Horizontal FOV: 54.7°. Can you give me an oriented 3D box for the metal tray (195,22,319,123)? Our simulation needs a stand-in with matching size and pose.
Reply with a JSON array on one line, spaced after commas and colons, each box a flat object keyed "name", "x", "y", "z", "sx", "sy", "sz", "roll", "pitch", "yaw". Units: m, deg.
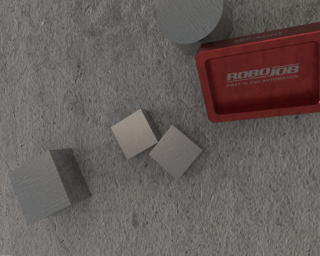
[{"name": "metal tray", "x": 0.113, "y": -0.057, "z": 0.343, "sx": 0.130, "sy": 0.030, "sz": 0.090, "roll": -6, "pitch": 121, "yaw": 19}]

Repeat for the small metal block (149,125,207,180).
[{"name": "small metal block", "x": 0.023, "y": 0.031, "z": 0.401, "sx": 0.050, "sy": 0.025, "sz": 0.050, "roll": 41, "pitch": 103, "yaw": 15}]

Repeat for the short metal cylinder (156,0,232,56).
[{"name": "short metal cylinder", "x": 0.042, "y": -0.133, "z": 0.377, "sx": 0.080, "sy": 0.050, "sz": 0.080, "roll": -2, "pitch": 85, "yaw": 23}]

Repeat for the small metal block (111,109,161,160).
[{"name": "small metal block", "x": -0.030, "y": 0.009, "z": 0.420, "sx": 0.050, "sy": 0.025, "sz": 0.050, "roll": -31, "pitch": 80, "yaw": 17}]

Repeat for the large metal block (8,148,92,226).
[{"name": "large metal block", "x": -0.160, "y": 0.084, "z": 0.452, "sx": 0.080, "sy": 0.050, "sz": 0.080, "roll": -28, "pitch": 81, "yaw": 18}]
